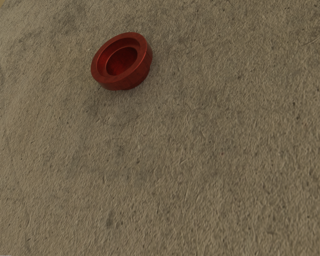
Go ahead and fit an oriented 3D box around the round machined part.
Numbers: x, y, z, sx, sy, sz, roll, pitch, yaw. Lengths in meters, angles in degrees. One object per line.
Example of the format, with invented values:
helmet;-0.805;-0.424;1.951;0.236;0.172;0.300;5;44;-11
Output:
round machined part;-0.055;-0.098;0.483;0.098;0.042;0.098;-13;56;21
